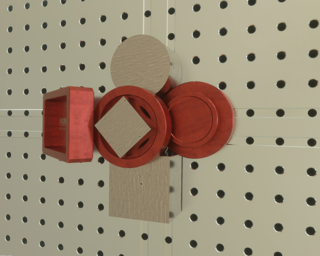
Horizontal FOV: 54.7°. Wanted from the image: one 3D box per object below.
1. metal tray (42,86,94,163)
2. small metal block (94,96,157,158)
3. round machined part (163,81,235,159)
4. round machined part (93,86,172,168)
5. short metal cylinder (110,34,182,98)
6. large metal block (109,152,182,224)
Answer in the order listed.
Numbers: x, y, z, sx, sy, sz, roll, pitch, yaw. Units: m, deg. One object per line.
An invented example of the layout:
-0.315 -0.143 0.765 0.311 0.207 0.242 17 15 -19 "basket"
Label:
-0.127 -0.005 0.416 0.130 0.030 0.089 2 91 57 "metal tray"
-0.039 -0.001 0.360 0.050 0.025 0.050 -43 77 15 "small metal block"
0.042 -0.010 0.387 0.098 0.042 0.097 0 90 20 "round machined part"
-0.032 -0.001 0.384 0.098 0.042 0.097 0 90 20 "round machined part"
-0.017 -0.075 0.405 0.080 0.050 0.080 0 90 20 "short metal cylinder"
-0.018 0.073 0.402 0.080 0.050 0.080 1 90 20 "large metal block"
